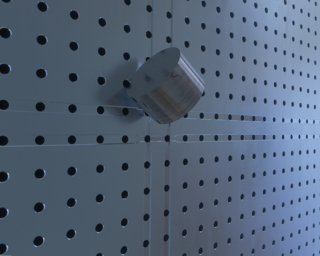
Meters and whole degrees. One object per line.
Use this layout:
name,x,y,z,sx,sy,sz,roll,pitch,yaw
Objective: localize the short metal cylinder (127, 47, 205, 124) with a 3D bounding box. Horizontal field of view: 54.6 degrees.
short metal cylinder,0.007,-0.051,0.378,0.050,0.080,0.080,45,63,-31
